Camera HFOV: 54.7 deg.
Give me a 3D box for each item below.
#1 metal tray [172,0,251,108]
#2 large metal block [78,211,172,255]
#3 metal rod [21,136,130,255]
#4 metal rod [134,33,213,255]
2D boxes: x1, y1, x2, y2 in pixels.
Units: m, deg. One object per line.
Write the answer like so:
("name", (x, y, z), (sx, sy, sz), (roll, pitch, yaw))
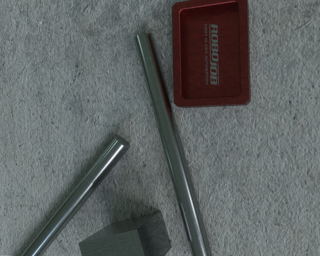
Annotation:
("metal tray", (0.063, -0.092, 0.383), (0.090, 0.030, 0.129), (-1, 90, 19))
("large metal block", (-0.041, 0.149, 0.393), (0.080, 0.080, 0.050), (-19, 84, 18))
("metal rod", (-0.144, 0.131, 0.458), (0.025, 0.025, 0.299), (43, 103, 14))
("metal rod", (0.016, 0.022, 0.402), (0.025, 0.025, 0.298), (-17, 85, 19))
